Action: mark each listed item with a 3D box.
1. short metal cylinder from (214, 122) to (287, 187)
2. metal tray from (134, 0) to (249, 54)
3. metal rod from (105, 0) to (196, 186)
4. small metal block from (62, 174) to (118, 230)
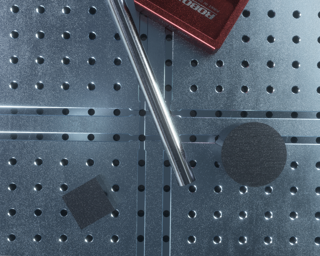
[{"bbox_3d":[0.115,0.032,0.402,0.081,0.050,0.079,0,90,-1],"label":"short metal cylinder"},{"bbox_3d":[0.042,-0.170,0.411,0.130,0.030,0.090,31,90,-1],"label":"metal tray"},{"bbox_3d":[-0.018,-0.066,0.413,0.025,0.025,0.299,-22,90,0],"label":"metal rod"},{"bbox_3d":[-0.093,0.097,0.412,0.050,0.025,0.050,-30,90,-1],"label":"small metal block"}]
